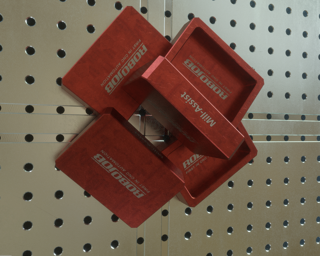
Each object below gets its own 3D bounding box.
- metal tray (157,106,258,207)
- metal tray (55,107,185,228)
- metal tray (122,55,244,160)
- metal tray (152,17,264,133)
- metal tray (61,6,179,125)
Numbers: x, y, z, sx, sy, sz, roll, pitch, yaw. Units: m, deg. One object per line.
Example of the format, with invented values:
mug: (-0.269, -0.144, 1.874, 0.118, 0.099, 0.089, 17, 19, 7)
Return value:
metal tray: (0.065, 0.035, 0.434, 0.131, 0.030, 0.090, -35, 102, -17)
metal tray: (-0.045, 0.050, 0.374, 0.090, 0.030, 0.130, -43, 105, 11)
metal tray: (0.023, -0.019, 0.355, 0.130, 0.090, 0.030, 42, 77, -16)
metal tray: (0.064, -0.065, 0.402, 0.130, 0.030, 0.090, 38, 78, -17)
metal tray: (-0.048, -0.075, 0.392, 0.090, 0.030, 0.130, 41, 77, -16)
